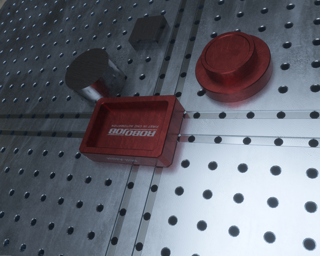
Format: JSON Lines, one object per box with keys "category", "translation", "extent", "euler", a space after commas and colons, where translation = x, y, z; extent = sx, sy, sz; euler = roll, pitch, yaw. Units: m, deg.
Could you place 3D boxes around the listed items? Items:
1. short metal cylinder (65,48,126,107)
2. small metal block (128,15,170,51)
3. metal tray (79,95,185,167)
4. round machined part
{"category": "short metal cylinder", "translation": [-0.103, -0.080, 0.496], "extent": [0.080, 0.050, 0.080], "euler": [-13, 56, 21]}
{"category": "small metal block", "translation": [-0.018, -0.158, 0.515], "extent": [0.050, 0.025, 0.050], "euler": [4, 64, 30]}
{"category": "metal tray", "translation": [-0.039, 0.002, 0.424], "extent": [0.130, 0.030, 0.090], "euler": [1, 62, 28]}
{"category": "round machined part", "translation": [0.092, -0.086, 0.402], "extent": [0.098, 0.042, 0.098], "euler": [-13, 56, 21]}
